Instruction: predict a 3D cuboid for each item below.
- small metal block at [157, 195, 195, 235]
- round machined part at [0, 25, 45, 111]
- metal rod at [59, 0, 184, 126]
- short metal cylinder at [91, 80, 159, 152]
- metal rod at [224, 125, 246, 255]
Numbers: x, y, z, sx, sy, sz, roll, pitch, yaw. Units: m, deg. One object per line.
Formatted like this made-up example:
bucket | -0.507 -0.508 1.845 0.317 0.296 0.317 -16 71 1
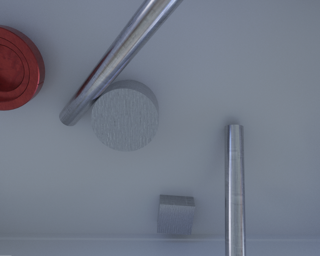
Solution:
small metal block | 0.023 0.129 0.459 0.050 0.025 0.050 5 110 -2
round machined part | -0.188 -0.073 0.373 0.099 0.042 0.097 0 110 -1
metal rod | -0.034 -0.080 0.305 0.025 0.025 0.299 39 135 -14
short metal cylinder | -0.042 -0.017 0.391 0.081 0.050 0.079 0 110 -1
metal rod | 0.093 0.143 0.380 0.025 0.025 0.299 3 76 -2
